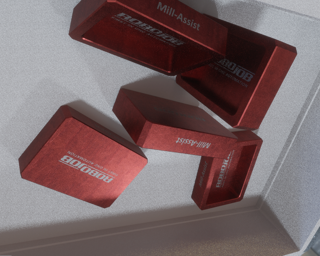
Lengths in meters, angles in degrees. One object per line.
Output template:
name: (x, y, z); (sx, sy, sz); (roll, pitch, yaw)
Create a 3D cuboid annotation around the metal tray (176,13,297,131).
metal tray: (0.074, -0.066, 0.342); (0.030, 0.130, 0.089); (8, 115, -32)

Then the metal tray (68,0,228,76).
metal tray: (-0.010, -0.093, 0.304); (0.131, 0.090, 0.030); (14, 77, -35)

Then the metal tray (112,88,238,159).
metal tray: (0.018, -0.005, 0.375); (0.131, 0.090, 0.030); (10, 113, -33)

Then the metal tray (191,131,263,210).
metal tray: (0.108, 0.070, 0.510); (0.091, 0.030, 0.129); (-5, 121, -26)

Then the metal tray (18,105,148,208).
metal tray: (-0.090, 0.041, 0.383); (0.090, 0.030, 0.130); (-50, 129, 7)
